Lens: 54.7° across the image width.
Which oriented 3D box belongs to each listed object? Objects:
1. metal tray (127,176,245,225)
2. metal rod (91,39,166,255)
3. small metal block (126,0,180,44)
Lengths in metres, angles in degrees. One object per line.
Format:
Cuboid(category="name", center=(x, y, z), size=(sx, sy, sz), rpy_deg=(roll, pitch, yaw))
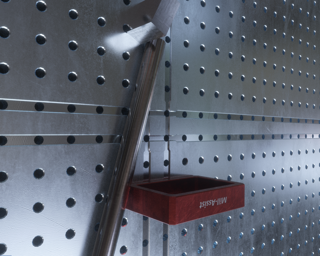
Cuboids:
Cuboid(category="metal tray", center=(0.034, 0.086, 0.394), size=(0.131, 0.090, 0.030), rpy_deg=(0, 90, -40))
Cuboid(category="metal rod", center=(-0.038, 0.030, 0.376), size=(0.025, 0.025, 0.299), rpy_deg=(22, 76, -38))
Cuboid(category="small metal block", center=(-0.009, -0.137, 0.385), size=(0.025, 0.050, 0.050), rpy_deg=(35, 69, -35))
